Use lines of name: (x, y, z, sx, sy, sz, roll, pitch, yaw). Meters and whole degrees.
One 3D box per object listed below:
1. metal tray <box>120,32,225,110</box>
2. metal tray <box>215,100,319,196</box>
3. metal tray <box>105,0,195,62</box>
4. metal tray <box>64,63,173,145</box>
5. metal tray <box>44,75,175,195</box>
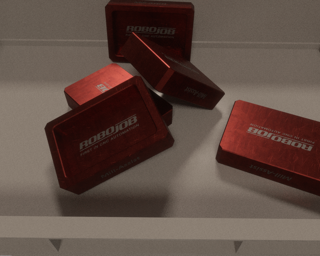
metal tray: (0.020, -0.073, 0.411, 0.131, 0.030, 0.090, 11, 32, -51)
metal tray: (0.146, 0.020, 0.387, 0.130, 0.030, 0.090, 18, 52, 14)
metal tray: (-0.015, -0.149, 0.485, 0.131, 0.089, 0.030, 3, 37, 2)
metal tray: (-0.058, -0.031, 0.427, 0.091, 0.030, 0.130, -35, 59, -26)
metal tray: (-0.061, 0.007, 0.357, 0.130, 0.030, 0.090, -28, 62, 4)
